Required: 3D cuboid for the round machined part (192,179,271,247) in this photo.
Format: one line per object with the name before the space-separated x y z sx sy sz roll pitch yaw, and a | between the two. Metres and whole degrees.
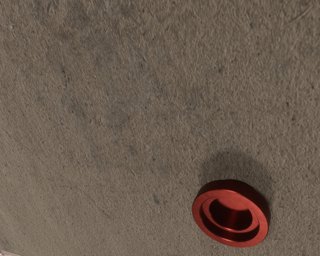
round machined part | 0.096 0.107 0.411 0.098 0.042 0.097 13 124 20
